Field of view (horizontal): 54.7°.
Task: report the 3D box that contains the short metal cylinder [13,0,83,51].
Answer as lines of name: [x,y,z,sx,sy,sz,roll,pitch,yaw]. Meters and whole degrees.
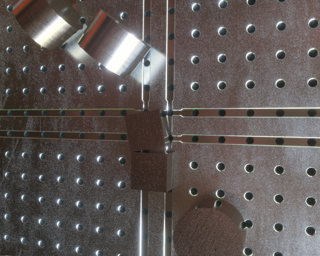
short metal cylinder: [-0.156,-0.158,0.438,0.050,0.080,0.080,-34,79,17]

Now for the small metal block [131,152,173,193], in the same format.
small metal block: [-0.011,0.057,0.416,0.050,0.025,0.050,1,91,20]

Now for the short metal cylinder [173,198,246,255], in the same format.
short metal cylinder: [0.062,0.131,0.377,0.080,0.050,0.079,0,90,20]

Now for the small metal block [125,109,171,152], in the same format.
small metal block: [-0.016,0.004,0.418,0.050,0.025,0.050,-10,87,19]

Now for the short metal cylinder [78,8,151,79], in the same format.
short metal cylinder: [-0.059,-0.109,0.404,0.080,0.080,0.050,42,103,15]
